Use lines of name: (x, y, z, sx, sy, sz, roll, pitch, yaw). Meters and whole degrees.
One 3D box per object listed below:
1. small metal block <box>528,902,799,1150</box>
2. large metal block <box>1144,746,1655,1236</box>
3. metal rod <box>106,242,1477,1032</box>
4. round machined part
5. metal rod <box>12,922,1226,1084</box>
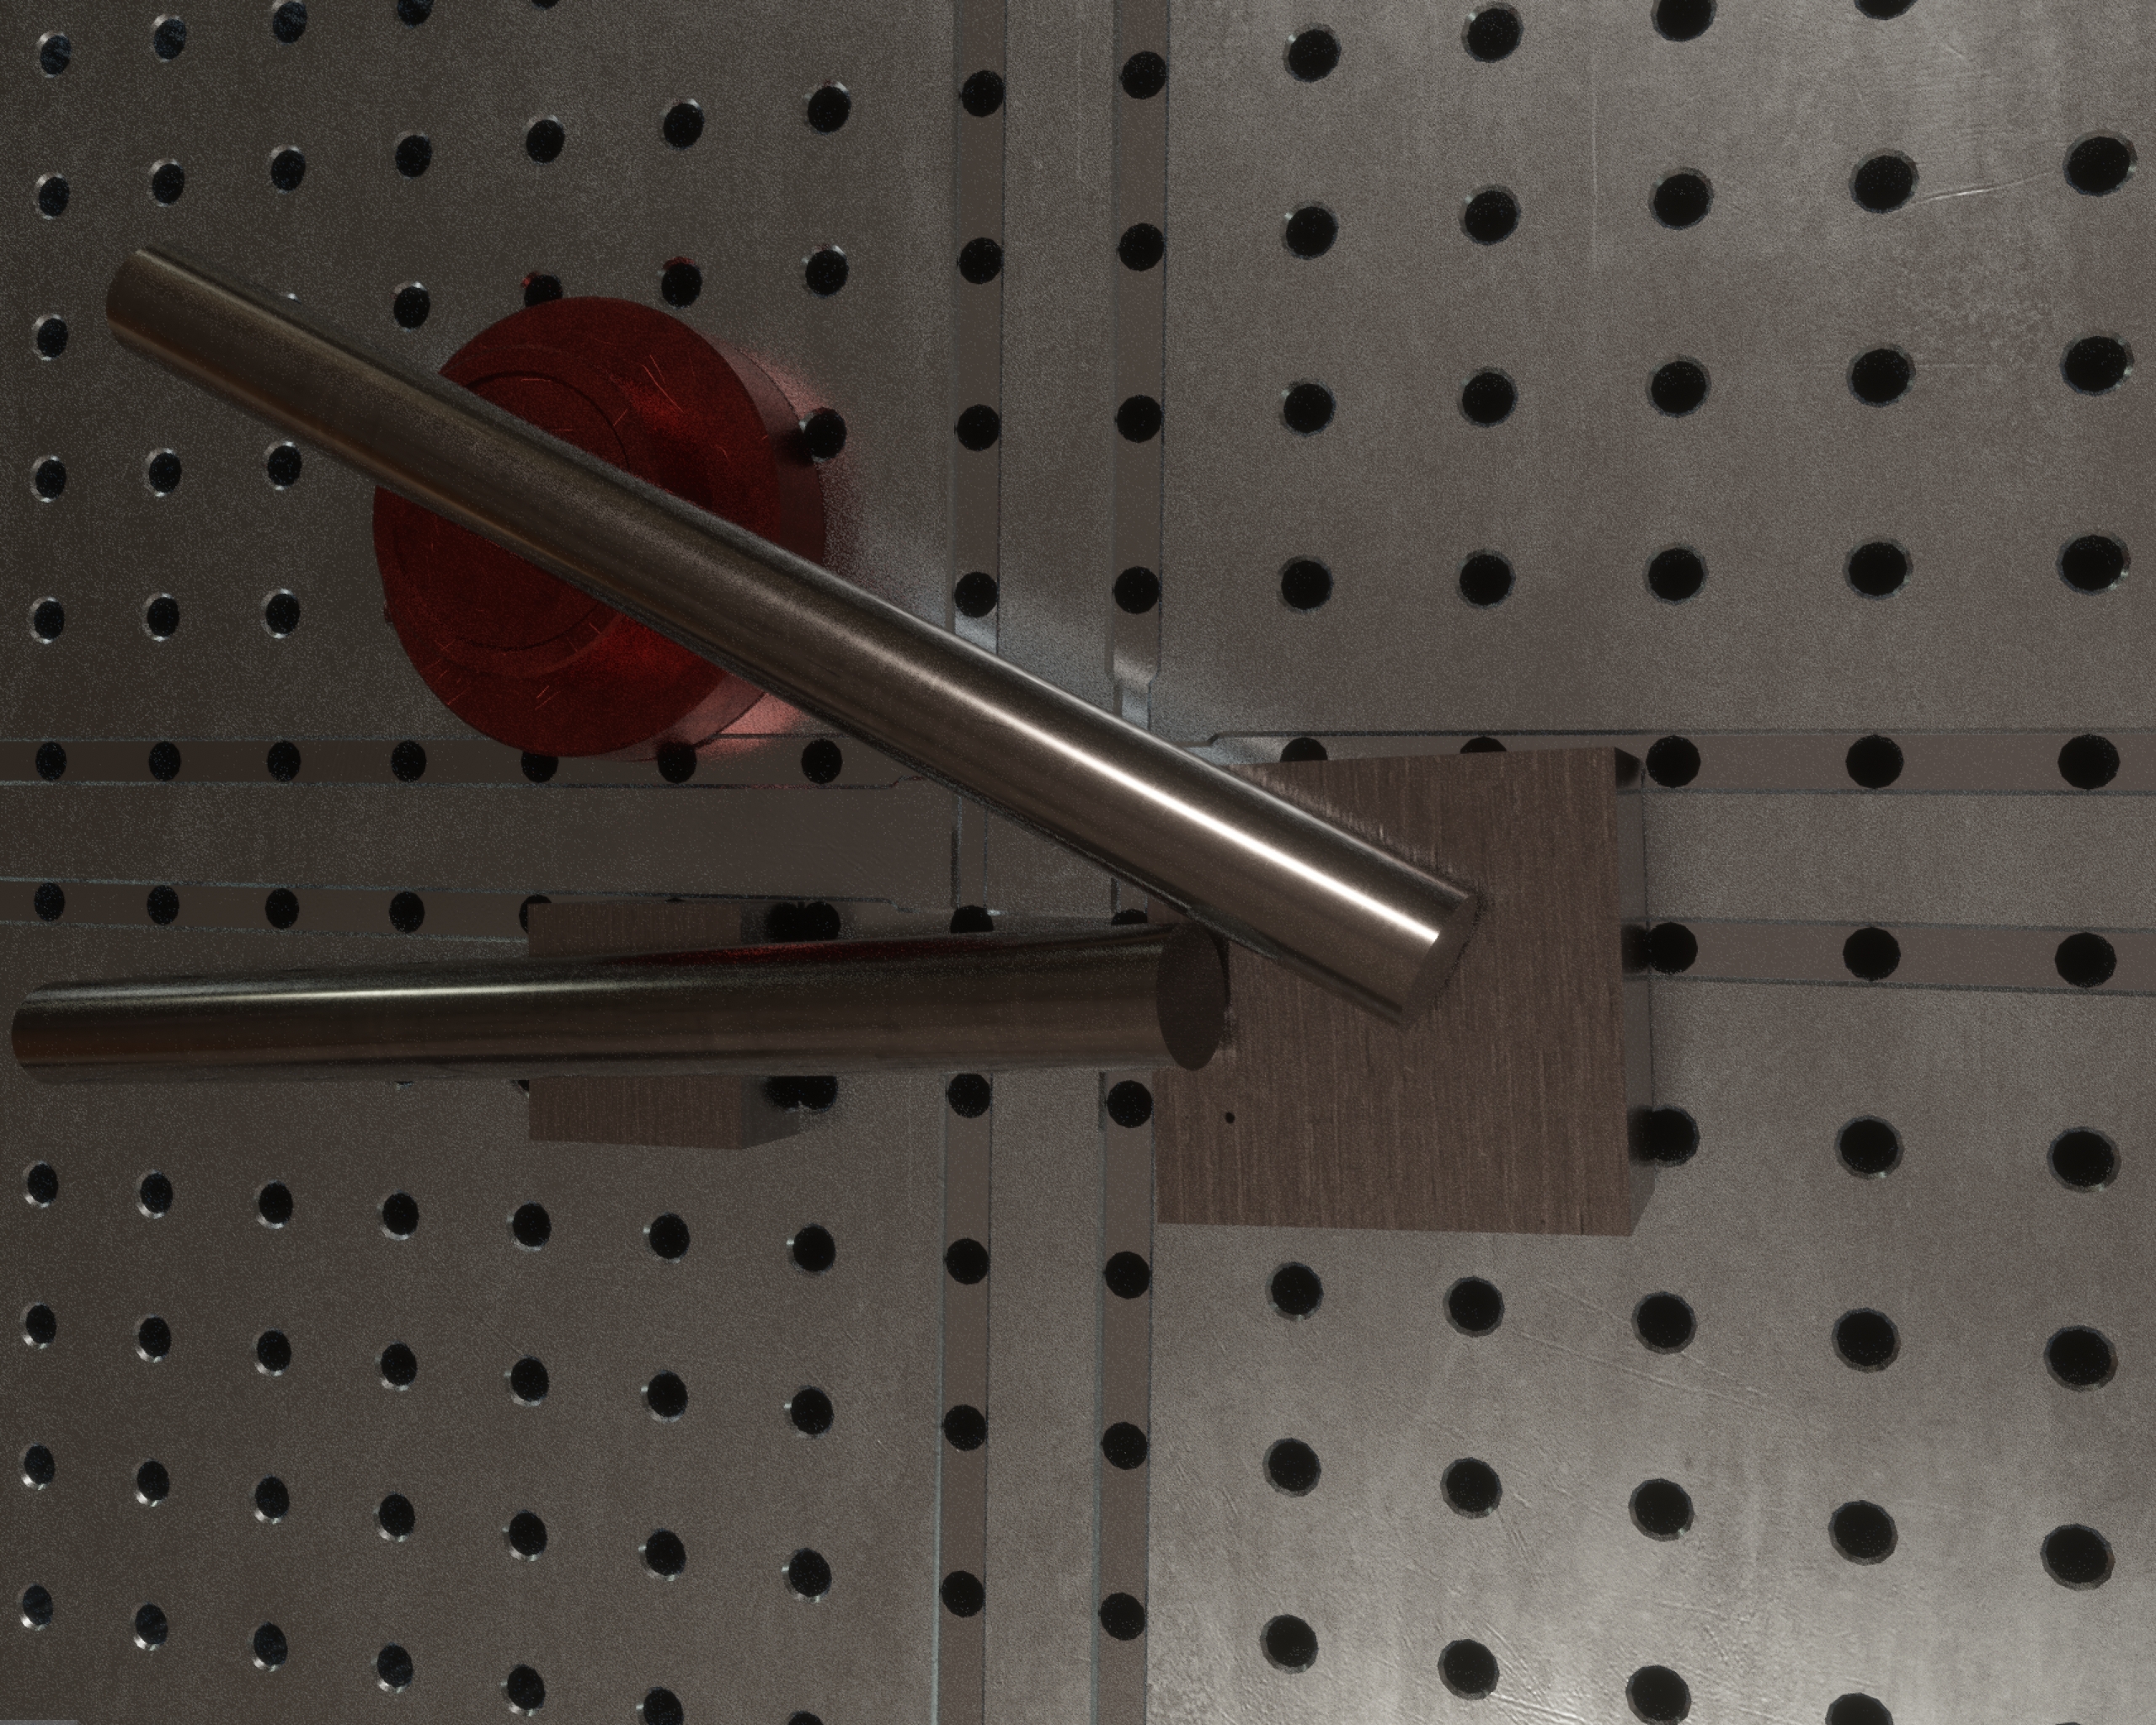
small metal block: (-0.088, 0.033, 0.443, 0.050, 0.025, 0.050, 0, 90, 19)
large metal block: (0.059, 0.022, 0.375, 0.080, 0.050, 0.079, -2, 89, 19)
metal rod: (-0.067, -0.051, 0.384, 0.301, 0.025, 0.025, 28, 99, 20)
round machined part: (-0.107, -0.071, 0.440, 0.098, 0.042, 0.097, 0, 90, 19)
metal rod: (-0.111, 0.031, 0.421, 0.300, 0.025, 0.025, -4, 89, 30)
